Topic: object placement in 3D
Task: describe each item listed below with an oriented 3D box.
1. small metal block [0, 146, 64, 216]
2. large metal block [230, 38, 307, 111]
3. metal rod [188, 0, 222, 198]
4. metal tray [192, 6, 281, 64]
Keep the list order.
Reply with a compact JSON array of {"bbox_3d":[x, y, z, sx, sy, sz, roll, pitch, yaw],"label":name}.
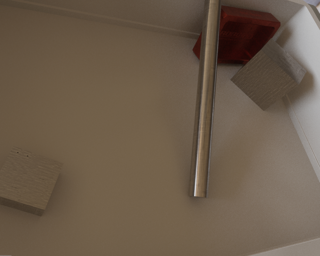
[{"bbox_3d":[-0.130,0.053,0.304,0.050,0.025,0.050,23,53,-15],"label":"small metal block"},{"bbox_3d":[0.183,-0.089,0.526,0.080,0.080,0.050,44,51,1],"label":"large metal block"},{"bbox_3d":[0.064,-0.058,0.422,0.025,0.025,0.299,13,73,-22],"label":"metal rod"},{"bbox_3d":[0.130,-0.154,0.527,0.131,0.089,0.030,-5,52,-31],"label":"metal tray"}]
